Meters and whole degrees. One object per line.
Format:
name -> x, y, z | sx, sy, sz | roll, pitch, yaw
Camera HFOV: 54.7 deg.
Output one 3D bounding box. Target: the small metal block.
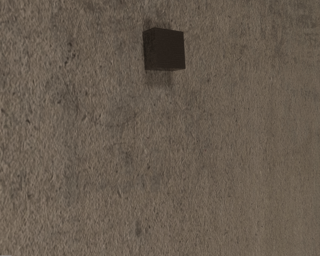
small metal block -> 0.006, -0.103, 0.412 | 0.050, 0.025, 0.050 | -6, 94, -40
